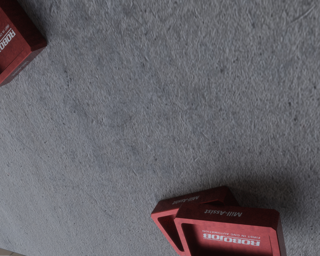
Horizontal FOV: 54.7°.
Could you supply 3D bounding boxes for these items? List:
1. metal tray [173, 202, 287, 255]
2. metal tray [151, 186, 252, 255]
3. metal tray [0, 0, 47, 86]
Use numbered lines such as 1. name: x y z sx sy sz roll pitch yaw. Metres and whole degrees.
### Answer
1. metal tray: 0.091 0.146 0.405 0.130 0.030 0.090 -3 117 29
2. metal tray: 0.061 0.141 0.458 0.130 0.030 0.090 -23 106 36
3. metal tray: -0.233 -0.124 0.449 0.130 0.030 0.090 -25 105 37
